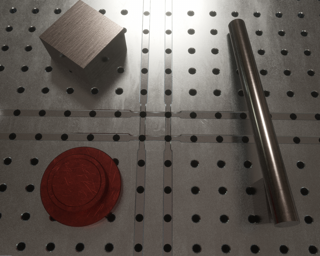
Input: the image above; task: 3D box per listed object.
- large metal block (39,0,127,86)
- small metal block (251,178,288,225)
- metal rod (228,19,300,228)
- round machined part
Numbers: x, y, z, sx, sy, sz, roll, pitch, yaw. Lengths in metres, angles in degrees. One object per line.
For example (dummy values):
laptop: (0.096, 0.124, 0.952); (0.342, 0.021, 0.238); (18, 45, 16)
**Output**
large metal block: (-0.106, -0.121, 0.441); (0.080, 0.050, 0.080); (36, 74, 12)
small metal block: (0.131, 0.088, 0.368); (0.025, 0.050, 0.050); (-1, 70, -1)
metal rod: (0.122, -0.029, 0.391); (0.025, 0.025, 0.299); (-2, 58, -1)
round machined part: (-0.096, 0.069, 0.376); (0.099, 0.042, 0.098); (0, 70, -1)
